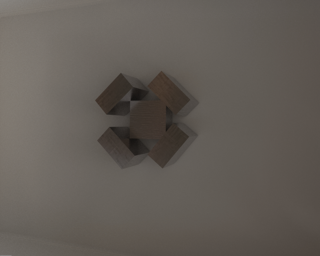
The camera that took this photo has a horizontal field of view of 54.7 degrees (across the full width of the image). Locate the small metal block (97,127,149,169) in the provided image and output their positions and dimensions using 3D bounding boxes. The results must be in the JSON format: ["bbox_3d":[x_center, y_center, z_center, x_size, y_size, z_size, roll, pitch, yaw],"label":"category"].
[{"bbox_3d":[-0.047,0.025,0.412,0.050,0.050,0.025,47,105,14],"label":"small metal block"}]

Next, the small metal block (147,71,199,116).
[{"bbox_3d":[0.018,-0.042,0.388,0.025,0.050,0.050,-46,77,13],"label":"small metal block"}]

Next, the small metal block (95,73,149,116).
[{"bbox_3d":[-0.049,-0.043,0.412,0.050,0.050,0.025,-44,76,15],"label":"small metal block"}]

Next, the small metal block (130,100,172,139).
[{"bbox_3d":[-0.012,-0.011,0.412,0.050,0.025,0.050,1,90,20],"label":"small metal block"}]

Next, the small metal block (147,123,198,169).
[{"bbox_3d":[0.017,0.021,0.388,0.025,0.050,0.050,42,102,14],"label":"small metal block"}]
